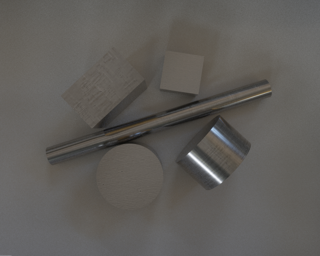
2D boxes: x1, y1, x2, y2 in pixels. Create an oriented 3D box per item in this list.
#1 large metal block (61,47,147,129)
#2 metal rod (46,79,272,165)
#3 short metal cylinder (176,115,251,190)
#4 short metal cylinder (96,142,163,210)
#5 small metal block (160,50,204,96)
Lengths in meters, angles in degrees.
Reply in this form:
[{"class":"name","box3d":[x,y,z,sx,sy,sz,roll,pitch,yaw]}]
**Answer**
[{"class":"large metal block","box3d":[-0.063,-0.045,0.382,0.080,0.080,0.050,-43,91,0]},{"class":"metal rod","box3d":[-0.001,-0.008,0.410,0.302,0.025,0.025,-17,90,-1]},{"class":"short metal cylinder","box3d":[0.065,0.030,0.384,0.050,0.080,0.080,43,90,-1]},{"class":"short metal cylinder","box3d":[-0.036,0.058,0.396,0.081,0.050,0.079,0,90,-1]},{"class":"small metal block","box3d":[0.028,-0.072,0.410,0.050,0.025,0.050,9,90,-1]}]
